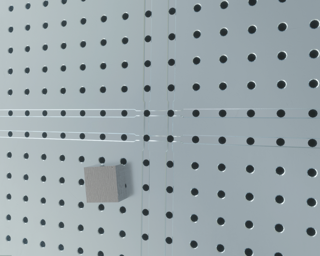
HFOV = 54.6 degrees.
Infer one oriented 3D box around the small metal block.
[{"bbox_3d":[-0.078,0.078,0.441,0.050,0.025,0.050,-6,88,20],"label":"small metal block"}]
